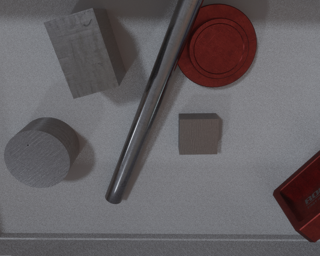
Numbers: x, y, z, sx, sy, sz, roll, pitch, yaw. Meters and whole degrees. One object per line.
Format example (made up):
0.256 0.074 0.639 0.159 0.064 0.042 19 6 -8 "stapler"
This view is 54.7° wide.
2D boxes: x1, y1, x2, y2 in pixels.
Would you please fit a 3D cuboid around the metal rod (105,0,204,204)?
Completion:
-0.015 -0.023 0.384 0.025 0.025 0.298 19 116 -8 "metal rod"

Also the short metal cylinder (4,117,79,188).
-0.152 0.031 0.407 0.081 0.050 0.079 0 110 -1 "short metal cylinder"

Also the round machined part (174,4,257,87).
0.066 -0.096 0.368 0.099 0.042 0.097 0 110 -1 "round machined part"

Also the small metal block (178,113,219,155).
0.051 0.008 0.415 0.050 0.025 0.050 -1 110 0 "small metal block"

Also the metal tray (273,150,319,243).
0.220 0.075 0.407 0.030 0.090 0.130 39 105 -13 "metal tray"

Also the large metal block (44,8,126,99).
-0.078 -0.087 0.349 0.050 0.080 0.080 -15 110 5 "large metal block"
